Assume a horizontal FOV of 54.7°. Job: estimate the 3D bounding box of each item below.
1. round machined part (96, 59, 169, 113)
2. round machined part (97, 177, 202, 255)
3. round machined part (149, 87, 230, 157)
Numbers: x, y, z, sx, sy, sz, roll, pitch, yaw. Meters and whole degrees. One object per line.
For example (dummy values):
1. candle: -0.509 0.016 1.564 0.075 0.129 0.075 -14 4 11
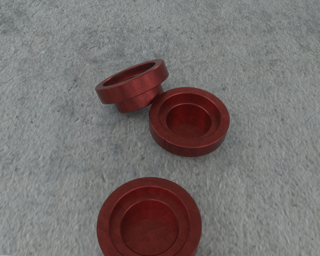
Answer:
1. round machined part: -0.033 -0.054 0.418 0.098 0.042 0.098 -20 21 8
2. round machined part: -0.010 0.101 0.307 0.099 0.042 0.098 0 50 0
3. round machined part: 0.035 -0.003 0.394 0.099 0.042 0.098 1 52 -1
